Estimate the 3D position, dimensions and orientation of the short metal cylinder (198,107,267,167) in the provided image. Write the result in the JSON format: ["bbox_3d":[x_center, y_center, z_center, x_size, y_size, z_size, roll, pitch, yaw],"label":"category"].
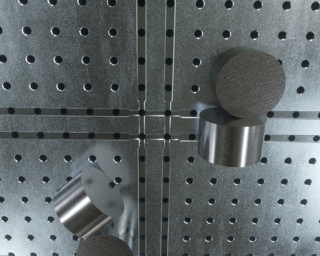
[{"bbox_3d":[0.089,0.008,0.389,0.081,0.080,0.050,0,110,-1],"label":"short metal cylinder"}]

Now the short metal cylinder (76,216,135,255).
[{"bbox_3d":[-0.079,0.175,0.464,0.081,0.050,0.079,0,110,-1],"label":"short metal cylinder"}]

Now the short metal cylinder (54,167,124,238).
[{"bbox_3d":[-0.095,0.100,0.420,0.050,0.080,0.080,-39,106,13],"label":"short metal cylinder"}]

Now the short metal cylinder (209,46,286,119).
[{"bbox_3d":[0.105,-0.057,0.381,0.081,0.050,0.079,0,110,-1],"label":"short metal cylinder"}]
